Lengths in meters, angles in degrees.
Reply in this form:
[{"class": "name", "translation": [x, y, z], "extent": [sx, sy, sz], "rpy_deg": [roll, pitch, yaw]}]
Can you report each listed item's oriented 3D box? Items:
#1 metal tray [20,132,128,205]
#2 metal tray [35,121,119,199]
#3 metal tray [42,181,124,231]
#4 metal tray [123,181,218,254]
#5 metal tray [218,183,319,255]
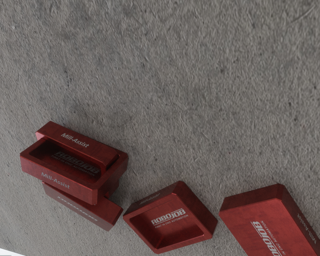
[{"class": "metal tray", "translation": [-0.125, 0.051, 0.461], "extent": [0.130, 0.090, 0.030], "rpy_deg": [21, 126, 15]}, {"class": "metal tray", "translation": [-0.129, 0.051, 0.489], "extent": [0.130, 0.030, 0.089], "rpy_deg": [22, 135, 18]}, {"class": "metal tray", "translation": [-0.130, 0.122, 0.519], "extent": [0.130, 0.030, 0.090], "rpy_deg": [31, 152, 0]}, {"class": "metal tray", "translation": [0.013, 0.144, 0.485], "extent": [0.130, 0.030, 0.090], "rpy_deg": [-35, 99, 38]}, {"class": "metal tray", "translation": [0.151, 0.142, 0.412], "extent": [0.090, 0.030, 0.130], "rpy_deg": [-27, 104, 37]}]
